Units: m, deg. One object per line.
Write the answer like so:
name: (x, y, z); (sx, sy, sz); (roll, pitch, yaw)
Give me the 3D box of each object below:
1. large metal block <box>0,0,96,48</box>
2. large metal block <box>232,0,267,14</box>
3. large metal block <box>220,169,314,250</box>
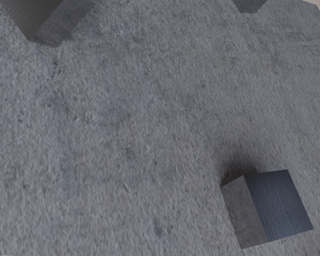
large metal block: (-0.142, -0.160, 0.381); (0.080, 0.080, 0.050); (52, 18, 8)
large metal block: (0.195, -0.306, 0.663); (0.050, 0.080, 0.080); (-12, 68, -33)
large metal block: (0.136, 0.103, 0.400); (0.081, 0.050, 0.080); (-1, 63, -29)
